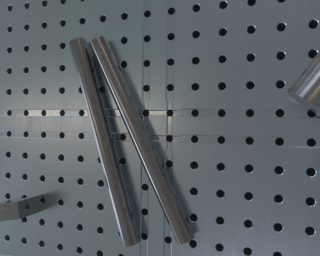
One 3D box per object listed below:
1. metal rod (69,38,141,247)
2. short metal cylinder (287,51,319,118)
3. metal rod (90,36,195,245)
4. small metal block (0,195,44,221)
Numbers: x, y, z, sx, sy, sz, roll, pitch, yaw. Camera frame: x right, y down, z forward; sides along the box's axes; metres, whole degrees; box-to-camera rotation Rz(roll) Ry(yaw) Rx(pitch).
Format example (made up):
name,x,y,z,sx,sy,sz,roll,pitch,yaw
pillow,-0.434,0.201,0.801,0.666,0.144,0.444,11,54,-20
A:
name,x,y,z,sx,sy,sz,roll,pitch,yaw
metal rod,-0.080,0.016,0.440,0.025,0.025,0.299,-18,84,19
short metal cylinder,0.182,-0.035,0.319,0.080,0.080,0.050,38,102,16
metal rod,-0.027,0.011,0.422,0.025,0.025,0.299,-27,81,18
small metal block,-0.218,0.123,0.476,0.050,0.050,0.025,-11,86,19
